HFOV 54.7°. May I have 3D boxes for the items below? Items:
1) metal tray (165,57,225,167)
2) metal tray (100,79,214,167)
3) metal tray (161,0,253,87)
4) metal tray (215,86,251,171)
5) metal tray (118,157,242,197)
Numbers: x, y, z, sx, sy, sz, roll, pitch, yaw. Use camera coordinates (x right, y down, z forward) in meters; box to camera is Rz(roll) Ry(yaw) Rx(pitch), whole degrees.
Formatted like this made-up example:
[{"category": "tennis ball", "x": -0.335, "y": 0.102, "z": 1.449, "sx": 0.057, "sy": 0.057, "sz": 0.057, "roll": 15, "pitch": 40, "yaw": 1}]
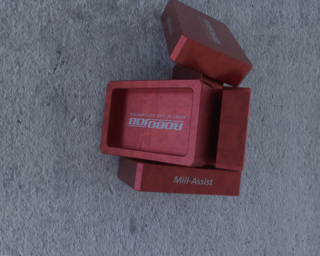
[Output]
[{"category": "metal tray", "x": 0.040, "y": -0.021, "z": 0.391, "sx": 0.030, "sy": 0.090, "sz": 0.129, "roll": 8, "pitch": 88, "yaw": -20}, {"category": "metal tray", "x": -0.007, "y": -0.008, "z": 0.357, "sx": 0.030, "sy": 0.130, "sz": 0.089, "roll": 9, "pitch": 86, "yaw": -57}, {"category": "metal tray", "x": 0.052, "y": -0.109, "z": 0.381, "sx": 0.091, "sy": 0.130, "sz": 0.030, "roll": 19, "pitch": 125, "yaw": -20}, {"category": "metal tray", "x": 0.092, "y": 0.003, "z": 0.393, "sx": 0.030, "sy": 0.130, "sz": 0.089, "roll": 6, "pitch": 88, "yaw": 13}, {"category": "metal tray", "x": 0.022, "y": 0.058, "z": 0.384, "sx": 0.131, "sy": 0.090, "sz": 0.030, "roll": 7, "pitch": 88, "yaw": -20}]
